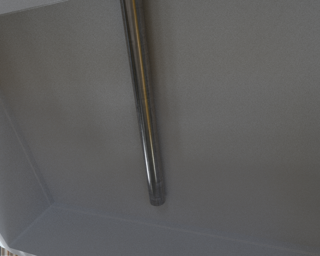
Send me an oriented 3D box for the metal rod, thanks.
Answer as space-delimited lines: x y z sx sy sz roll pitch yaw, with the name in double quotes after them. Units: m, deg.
-0.018 -0.017 0.407 0.025 0.025 0.298 8 122 24 "metal rod"
